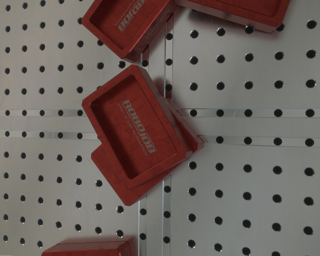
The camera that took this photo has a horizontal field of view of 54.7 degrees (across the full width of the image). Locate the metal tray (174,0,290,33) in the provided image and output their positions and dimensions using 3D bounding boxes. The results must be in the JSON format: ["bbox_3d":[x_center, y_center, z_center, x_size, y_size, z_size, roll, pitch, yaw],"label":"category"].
[{"bbox_3d":[0.089,-0.176,0.361,0.131,0.030,0.089,19,96,4],"label":"metal tray"}]

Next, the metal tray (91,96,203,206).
[{"bbox_3d":[-0.019,0.030,0.416,0.130,0.030,0.090,-42,77,15],"label":"metal tray"}]

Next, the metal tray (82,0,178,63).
[{"bbox_3d":[-0.035,-0.167,0.421,0.090,0.030,0.130,43,103,14],"label":"metal tray"}]

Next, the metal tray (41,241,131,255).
[{"bbox_3d":[-0.103,0.215,0.444,0.130,0.030,0.089,-10,87,19],"label":"metal tray"}]

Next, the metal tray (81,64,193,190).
[{"bbox_3d":[-0.030,-0.001,0.387,0.090,0.030,0.130,-32,80,16],"label":"metal tray"}]
